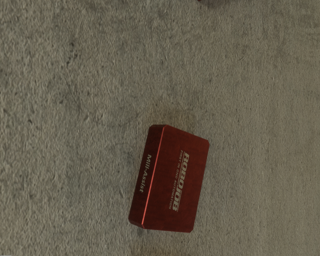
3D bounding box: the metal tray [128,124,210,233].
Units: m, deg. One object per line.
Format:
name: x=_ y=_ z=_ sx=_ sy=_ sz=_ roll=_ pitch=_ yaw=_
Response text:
metal tray: x=0.016 y=0.068 z=0.414 sx=0.091 sy=0.030 sz=0.129 roll=21 pitch=77 yaw=-38
